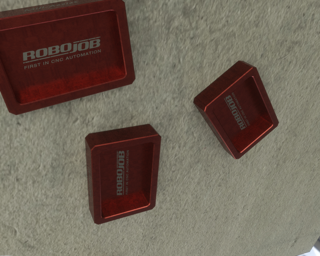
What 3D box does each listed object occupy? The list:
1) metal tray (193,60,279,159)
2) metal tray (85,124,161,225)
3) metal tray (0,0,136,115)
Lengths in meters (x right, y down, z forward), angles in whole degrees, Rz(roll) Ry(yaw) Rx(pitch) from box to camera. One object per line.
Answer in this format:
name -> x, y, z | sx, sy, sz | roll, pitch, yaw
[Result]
metal tray -> 0.116, -0.022, 0.455 | 0.090, 0.030, 0.130 | -40, 130, -1
metal tray -> -0.049, 0.063, 0.416 | 0.091, 0.030, 0.129 | -10, 123, -24
metal tray -> -0.095, -0.074, 0.306 | 0.131, 0.030, 0.089 | -18, 126, -18
